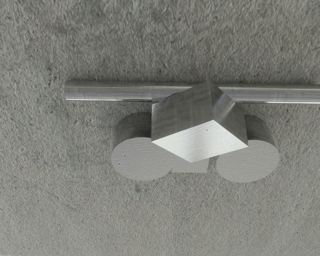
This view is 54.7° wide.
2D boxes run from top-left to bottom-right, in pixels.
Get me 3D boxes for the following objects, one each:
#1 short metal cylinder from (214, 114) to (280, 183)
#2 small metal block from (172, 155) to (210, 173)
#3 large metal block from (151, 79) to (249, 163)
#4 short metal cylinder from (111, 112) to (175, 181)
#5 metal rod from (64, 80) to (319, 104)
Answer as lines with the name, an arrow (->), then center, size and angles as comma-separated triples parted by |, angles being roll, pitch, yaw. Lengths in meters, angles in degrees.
short metal cylinder -> 0.113, 0.028, 0.417 | 0.081, 0.050, 0.079 | 0, 130, 0
small metal block -> 0.043, 0.038, 0.442 | 0.050, 0.025, 0.050 | 1, 130, -2
large metal block -> 0.047, -0.003, 0.367 | 0.080, 0.050, 0.080 | -21, 145, 33
short metal cylinder -> -0.022, 0.025, 0.413 | 0.081, 0.050, 0.079 | 0, 130, 0
metal rod -> 0.041, -0.043, 0.372 | 0.302, 0.025, 0.025 | 1, 130, -1
